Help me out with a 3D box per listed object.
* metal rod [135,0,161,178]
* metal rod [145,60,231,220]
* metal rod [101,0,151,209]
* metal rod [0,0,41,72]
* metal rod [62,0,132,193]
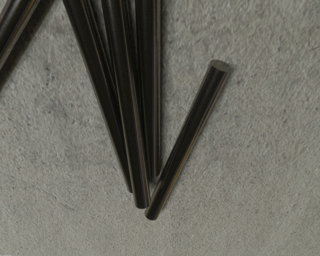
[{"bbox_3d":[-0.012,-0.048,0.366,0.025,0.025,0.298,0,130,0],"label":"metal rod"},{"bbox_3d":[0.027,0.039,0.440,0.025,0.025,0.298,12,129,-11],"label":"metal rod"},{"bbox_3d":[-0.035,-0.008,0.382,0.025,0.025,0.298,-3,125,2],"label":"metal rod"},{"bbox_3d":[-0.165,-0.093,0.325,0.025,0.025,0.299,32,123,-25],"label":"metal rod"},{"bbox_3d":[-0.061,-0.020,0.389,0.025,0.025,0.298,-7,130,5],"label":"metal rod"}]
